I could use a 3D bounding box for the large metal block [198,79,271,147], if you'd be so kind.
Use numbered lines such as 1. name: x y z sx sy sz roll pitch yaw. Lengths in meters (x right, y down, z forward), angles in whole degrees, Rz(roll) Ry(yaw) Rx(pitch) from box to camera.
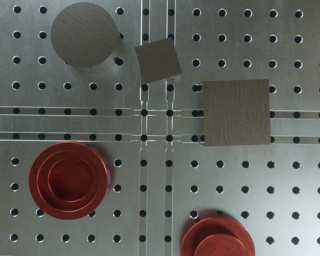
1. large metal block: 0.094 -0.019 0.401 0.081 0.050 0.080 -2 90 0

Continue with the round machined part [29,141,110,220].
1. round machined part: -0.114 0.066 0.404 0.099 0.042 0.097 0 90 0

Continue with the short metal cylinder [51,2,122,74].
1. short metal cylinder: -0.092 -0.113 0.400 0.081 0.050 0.080 0 90 0

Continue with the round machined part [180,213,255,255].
1. round machined part: 0.076 0.165 0.405 0.099 0.042 0.097 0 90 0

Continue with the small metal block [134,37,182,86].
1. small metal block: -0.002 -0.088 0.413 0.050 0.025 0.050 -16 90 0
